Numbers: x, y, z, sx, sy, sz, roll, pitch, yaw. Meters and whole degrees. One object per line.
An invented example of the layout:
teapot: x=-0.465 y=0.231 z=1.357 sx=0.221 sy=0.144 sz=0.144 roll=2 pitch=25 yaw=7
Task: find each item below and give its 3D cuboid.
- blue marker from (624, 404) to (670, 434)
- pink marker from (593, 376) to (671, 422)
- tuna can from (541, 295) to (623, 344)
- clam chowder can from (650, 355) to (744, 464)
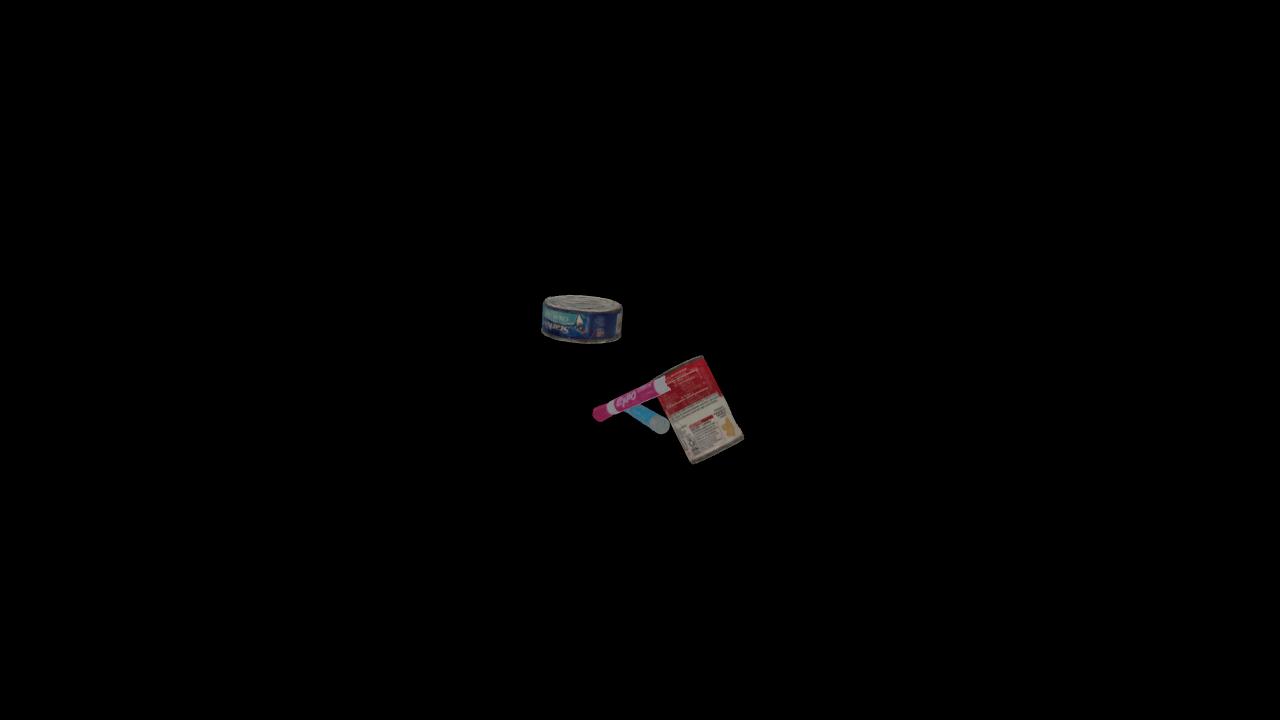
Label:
blue marker: x=0.002 y=0.062 z=0.714 sx=0.020 sy=0.020 sz=0.121 roll=0 pitch=8 yaw=-21
pink marker: x=-0.011 y=0.045 z=0.692 sx=0.121 sy=0.020 sz=0.020 roll=-27 pitch=-17 yaw=38
tuna can: x=-0.059 y=-0.043 z=0.636 sx=0.084 sy=0.034 sz=0.084 roll=5 pitch=17 yaw=-1
clam chowder can: x=0.062 y=0.055 z=0.675 sx=0.068 sy=0.102 sz=0.068 roll=-26 pitch=-8 yaw=-4
